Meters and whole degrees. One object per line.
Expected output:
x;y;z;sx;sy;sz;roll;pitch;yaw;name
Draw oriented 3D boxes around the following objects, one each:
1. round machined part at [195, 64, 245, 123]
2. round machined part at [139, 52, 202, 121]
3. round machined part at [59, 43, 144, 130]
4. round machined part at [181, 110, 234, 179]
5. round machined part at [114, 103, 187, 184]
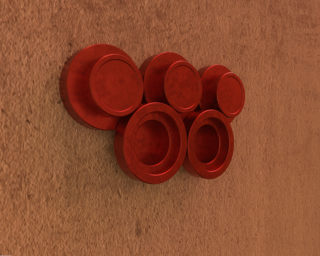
0.094;-0.049;0.477;0.099;0.042;0.097;0;90;-40;round machined part
0.018;-0.053;0.413;0.099;0.042;0.097;0;90;-40;round machined part
-0.058;-0.046;0.348;0.099;0.042;0.097;0;90;-40;round machined part
0.060;0.023;0.448;0.099;0.042;0.097;0;90;-40;round machined part
-0.016;0.018;0.384;0.099;0.042;0.097;0;90;-40;round machined part
